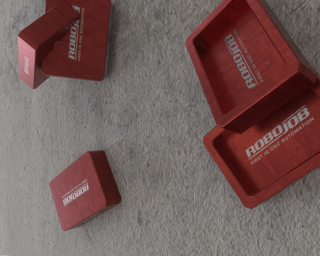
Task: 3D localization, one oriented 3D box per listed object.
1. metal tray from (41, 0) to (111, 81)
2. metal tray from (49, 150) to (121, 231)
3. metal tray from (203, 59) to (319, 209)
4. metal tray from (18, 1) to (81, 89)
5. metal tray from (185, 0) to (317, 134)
[{"bbox_3d":[-0.125,-0.139,0.465,0.030,0.091,0.129,-153,68,-77],"label":"metal tray"},{"bbox_3d":[-0.126,0.104,0.506,0.130,0.030,0.090,-36,68,34],"label":"metal tray"},{"bbox_3d":[0.115,0.009,0.306,0.129,0.030,0.090,-45,63,30],"label":"metal tray"},{"bbox_3d":[-0.171,-0.122,0.473,0.030,0.090,0.129,40,151,-5],"label":"metal tray"},{"bbox_3d":[0.080,-0.071,0.308,0.090,0.030,0.130,-41,47,33],"label":"metal tray"}]
